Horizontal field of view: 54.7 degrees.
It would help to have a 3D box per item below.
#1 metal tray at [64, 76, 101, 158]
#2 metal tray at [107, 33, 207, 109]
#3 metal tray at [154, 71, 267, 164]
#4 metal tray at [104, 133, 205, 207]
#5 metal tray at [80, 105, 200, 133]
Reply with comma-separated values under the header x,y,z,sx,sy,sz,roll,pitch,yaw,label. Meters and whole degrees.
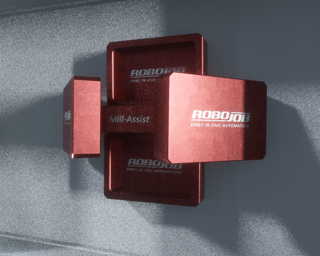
x,y,z,sx,sy,sz,roll,pitch,yaw,label
-0.103,-0.012,0.396,0.030,0.130,0.089,1,90,-22,metal tray
-0.005,-0.070,0.408,0.130,0.030,0.089,0,90,19,metal tray
0.059,-0.009,0.339,0.030,0.131,0.089,1,90,62,metal tray
-0.009,0.050,0.407,0.130,0.030,0.089,1,90,19,metal tray
-0.019,-0.010,0.381,0.130,0.090,0.030,1,90,19,metal tray
